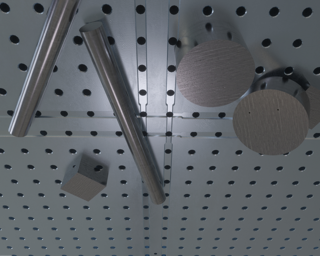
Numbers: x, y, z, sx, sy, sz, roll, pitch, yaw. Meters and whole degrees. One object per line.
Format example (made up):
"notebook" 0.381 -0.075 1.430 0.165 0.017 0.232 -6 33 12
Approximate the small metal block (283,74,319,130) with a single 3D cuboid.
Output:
"small metal block" 0.184 -0.031 0.387 0.050 0.025 0.050 21 127 -17

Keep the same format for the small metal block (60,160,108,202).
"small metal block" -0.117 0.083 0.481 0.050 0.025 0.050 33 123 -25

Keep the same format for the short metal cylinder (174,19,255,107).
"short metal cylinder" 0.057 -0.069 0.337 0.081 0.050 0.079 0 130 0

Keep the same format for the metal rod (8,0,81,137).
"metal rod" -0.114 -0.096 0.328 0.025 0.025 0.298 23 126 -19

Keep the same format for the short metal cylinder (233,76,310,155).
"short metal cylinder" 0.131 -0.015 0.363 0.080 0.050 0.079 11 119 22

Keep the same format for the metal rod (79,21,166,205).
"metal rod" -0.037 0.005 0.415 0.025 0.025 0.299 -11 130 8
